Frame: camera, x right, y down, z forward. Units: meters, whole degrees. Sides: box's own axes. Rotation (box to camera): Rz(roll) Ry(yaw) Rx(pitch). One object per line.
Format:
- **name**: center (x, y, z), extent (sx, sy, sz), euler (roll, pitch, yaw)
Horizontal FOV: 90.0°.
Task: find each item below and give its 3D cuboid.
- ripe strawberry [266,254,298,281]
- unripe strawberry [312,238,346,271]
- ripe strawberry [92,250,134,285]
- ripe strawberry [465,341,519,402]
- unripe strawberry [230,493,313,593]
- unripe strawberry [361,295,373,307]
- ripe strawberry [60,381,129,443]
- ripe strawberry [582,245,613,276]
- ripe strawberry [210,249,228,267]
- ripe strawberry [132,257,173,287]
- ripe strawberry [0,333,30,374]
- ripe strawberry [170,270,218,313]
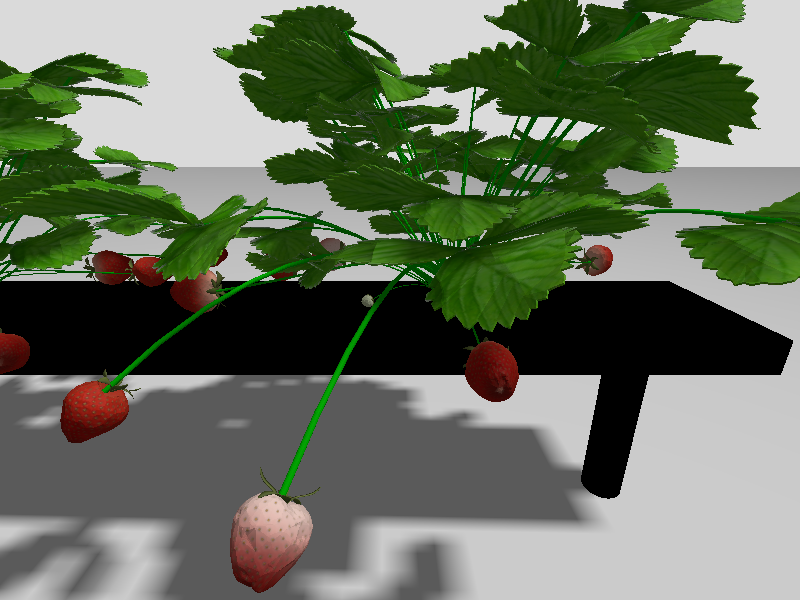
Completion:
- **ripe strawberry**: center (-0.134, -0.041, 0.441), extent (0.040, 0.039, 0.037), euler (8, 22, 22)
- **unripe strawberry**: center (-0.084, -0.054, 0.473), extent (0.039, 0.039, 0.043), euler (15, 25, 37)
- **ripe strawberry**: center (-0.308, -0.036, 0.432), extent (0.037, 0.037, 0.035), euler (-14, 24, -34)
- **ripe strawberry**: center (0.051, 0.041, 0.222), extent (0.029, 0.033, 0.032), euler (0, 21, -1)
- **unripe strawberry**: center (-0.043, 0.078, 0.131), extent (0.025, 0.027, 0.028), euler (7, -29, 19)
- **unripe strawberry**: center (-0.030, 0.001, 0.363), extent (0.011, 0.011, 0.010), euler (-11, 21, -3)
- **ripe strawberry**: center (-0.152, 0.056, 0.197), extent (0.027, 0.030, 0.029), euler (21, -20, 44)
- **ripe strawberry**: center (0.226, -0.045, 0.453), extent (0.034, 0.036, 0.031), euler (-10, 22, -26)
- **ripe strawberry**: center (-0.230, -0.057, 0.494), extent (0.033, 0.032, 0.030), euler (-15, 25, -36)
- **ripe strawberry**: center (-0.256, -0.030, 0.417), extent (0.036, 0.031, 0.036), euler (-7, 21, -19)
- **ripe strawberry**: center (-0.251, 0.034, 0.249), extent (0.031, 0.027, 0.031), euler (17, 26, 37)
- **ripe strawberry**: center (-0.177, -0.008, 0.348), extent (0.037, 0.039, 0.034), euler (-2, 20, -5)
